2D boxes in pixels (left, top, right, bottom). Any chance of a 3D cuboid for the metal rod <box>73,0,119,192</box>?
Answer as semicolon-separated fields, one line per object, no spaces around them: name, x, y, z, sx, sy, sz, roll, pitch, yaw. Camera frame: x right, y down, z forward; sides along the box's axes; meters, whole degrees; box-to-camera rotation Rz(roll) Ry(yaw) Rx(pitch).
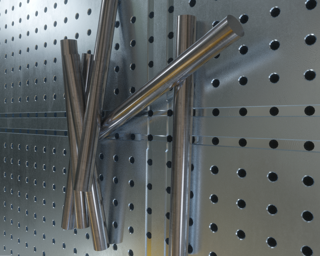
metal rod;-0.092;-0.059;0.456;0.025;0.025;0.299;1;82;40

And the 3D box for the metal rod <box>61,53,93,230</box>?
metal rod;-0.137;0.026;0.524;0.025;0.025;0.298;15;100;39

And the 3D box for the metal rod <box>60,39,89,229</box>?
metal rod;-0.134;0.013;0.495;0.025;0.025;0.298;2;98;40

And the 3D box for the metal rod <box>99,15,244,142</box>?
metal rod;-0.019;-0.041;0.401;0.299;0.025;0.025;-32;70;43

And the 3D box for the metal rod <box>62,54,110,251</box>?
metal rod;-0.111;0.040;0.472;0.025;0.025;0.298;-3;97;40

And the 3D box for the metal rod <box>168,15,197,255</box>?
metal rod;0.028;0.013;0.387;0.025;0.025;0.298;3;92;40
